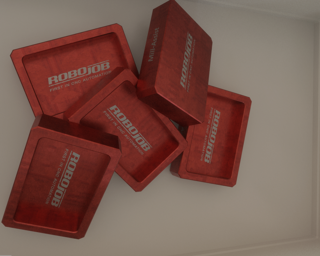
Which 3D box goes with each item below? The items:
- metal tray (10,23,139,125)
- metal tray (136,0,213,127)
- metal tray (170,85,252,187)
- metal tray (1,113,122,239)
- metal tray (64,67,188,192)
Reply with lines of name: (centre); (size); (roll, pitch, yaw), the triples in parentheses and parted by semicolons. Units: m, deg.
metal tray: (-0.095, -0.063, 0.371); (0.131, 0.030, 0.090); (-22, 98, -19)
metal tray: (0.023, -0.077, 0.379); (0.090, 0.030, 0.130); (31, 59, -41)
metal tray: (0.072, 0.011, 0.434); (0.091, 0.030, 0.129); (13, 85, -20)
metal tray: (-0.106, 0.058, 0.336); (0.091, 0.030, 0.129); (18, 112, -20)
metal tray: (-0.036, 0.004, 0.371); (0.090, 0.030, 0.130); (-43, 119, -8)
